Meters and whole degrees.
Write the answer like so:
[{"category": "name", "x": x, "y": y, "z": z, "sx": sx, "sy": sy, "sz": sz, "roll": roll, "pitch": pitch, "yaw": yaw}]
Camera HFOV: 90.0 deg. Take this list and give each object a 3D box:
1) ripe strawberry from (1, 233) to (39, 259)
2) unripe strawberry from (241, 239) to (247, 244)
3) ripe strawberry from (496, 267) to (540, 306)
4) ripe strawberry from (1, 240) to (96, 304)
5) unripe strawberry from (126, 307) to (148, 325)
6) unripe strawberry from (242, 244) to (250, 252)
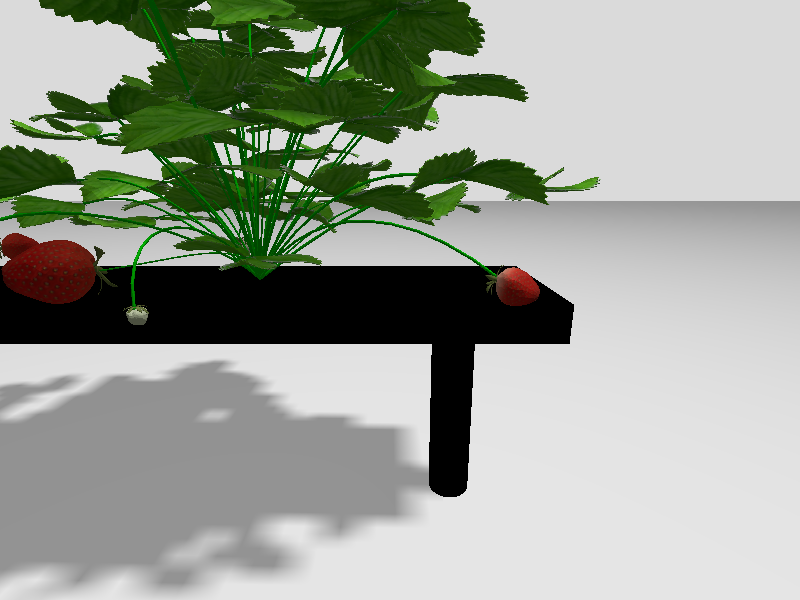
[{"category": "ripe strawberry", "x": -0.427, "y": -0.060, "z": 0.453, "sx": 0.032, "sy": 0.031, "sz": 0.030, "roll": -10, "pitch": 18, "yaw": -34}, {"category": "unripe strawberry", "x": -0.201, "y": -0.068, "z": 0.503, "sx": 0.019, "sy": 0.017, "sz": 0.017, "roll": -8, "pitch": -40, "yaw": -25}, {"category": "ripe strawberry", "x": 0.079, "y": -0.008, "z": 0.271, "sx": 0.030, "sy": 0.025, "sz": 0.030, "roll": 24, "pitch": 23, "yaw": 16}, {"category": "ripe strawberry", "x": -0.240, "y": -0.019, "z": 0.276, "sx": 0.049, "sy": 0.042, "sz": 0.049, "roll": -11, "pitch": 19, "yaw": -33}, {"category": "unripe strawberry", "x": -0.140, "y": 0.009, "z": 0.213, "sx": 0.011, "sy": 0.010, "sz": 0.010, "roll": 1, "pitch": 16, "yaw": 5}, {"category": "unripe strawberry", "x": -0.183, "y": -0.060, "z": 0.474, "sx": 0.011, "sy": 0.011, "sz": 0.010, "roll": -7, "pitch": 17, "yaw": -24}]
